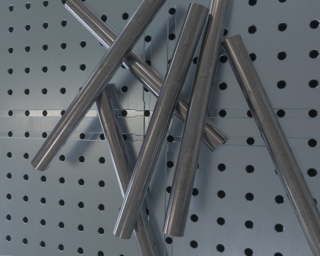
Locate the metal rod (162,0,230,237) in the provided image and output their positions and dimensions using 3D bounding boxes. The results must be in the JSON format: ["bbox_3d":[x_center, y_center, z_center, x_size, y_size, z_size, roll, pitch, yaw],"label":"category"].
[{"bbox_3d":[0.046,-0.024,0.372,0.025,0.025,0.299,10,84,20],"label":"metal rod"}]

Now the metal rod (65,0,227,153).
[{"bbox_3d":[-0.028,-0.081,0.422,0.300,0.025,0.025,45,104,14],"label":"metal rod"}]

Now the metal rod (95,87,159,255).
[{"bbox_3d":[-0.043,0.079,0.428,0.025,0.025,0.299,-20,83,19],"label":"metal rod"}]

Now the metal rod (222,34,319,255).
[{"bbox_3d":[0.141,0.030,0.362,0.025,0.025,0.299,-24,82,18],"label":"metal rod"}]

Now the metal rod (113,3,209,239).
[{"bbox_3d":[-0.001,-0.003,0.385,0.025,0.025,0.298,21,97,19],"label":"metal rod"}]

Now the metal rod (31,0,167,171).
[{"bbox_3d":[-0.084,-0.061,0.415,0.025,0.025,0.299,41,103,15],"label":"metal rod"}]
